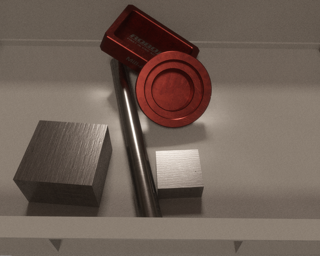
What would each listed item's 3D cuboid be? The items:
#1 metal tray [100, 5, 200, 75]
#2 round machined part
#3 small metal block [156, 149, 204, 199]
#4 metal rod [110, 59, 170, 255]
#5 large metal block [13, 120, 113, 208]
[{"bbox_3d":[-0.012,-0.120,0.467,0.130,0.030,0.090,31,52,-9],"label":"metal tray"},{"bbox_3d":[0.016,-0.051,0.415,0.099,0.042,0.097,-1,95,-7],"label":"round machined part"},{"bbox_3d":[0.021,0.053,0.361,0.050,0.025,0.050,-2,50,-2],"label":"small metal block"},{"bbox_3d":[-0.034,0.010,0.396,0.025,0.025,0.300,-9,51,-8],"label":"metal rod"},{"bbox_3d":[-0.104,0.040,0.354,0.080,0.050,0.080,4,50,3],"label":"large metal block"}]
